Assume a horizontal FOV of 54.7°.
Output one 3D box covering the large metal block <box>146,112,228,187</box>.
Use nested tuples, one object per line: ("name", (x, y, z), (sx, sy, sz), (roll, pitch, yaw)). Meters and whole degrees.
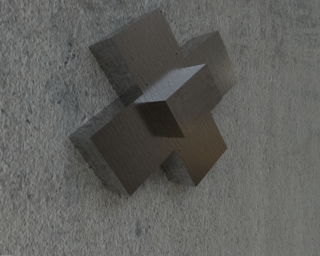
("large metal block", (0.037, 0.020, 0.422), (0.080, 0.050, 0.080), (-44, 117, -31))

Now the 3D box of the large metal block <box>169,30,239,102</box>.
("large metal block", (0.057, -0.079, 0.439), (0.080, 0.050, 0.080), (-44, 117, -31))

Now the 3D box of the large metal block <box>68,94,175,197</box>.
("large metal block", (-0.041, 0.018, 0.356), (0.080, 0.050, 0.080), (-44, 117, -31))

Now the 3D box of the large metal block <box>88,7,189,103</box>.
("large metal block", (-0.023, -0.085, 0.371), (0.080, 0.050, 0.080), (-44, 117, -31))

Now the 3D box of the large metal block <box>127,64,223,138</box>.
("large metal block", (0.016, -0.033, 0.385), (0.080, 0.080, 0.050), (-44, 117, -31))
